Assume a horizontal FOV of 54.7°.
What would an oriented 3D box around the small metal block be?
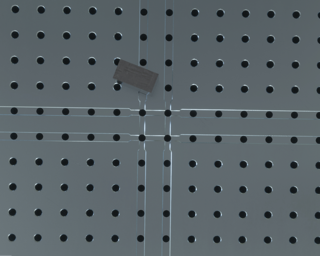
[{"bbox_3d":[-0.030,-0.063,0.400,0.050,0.050,0.025,21,90,-1],"label":"small metal block"}]
